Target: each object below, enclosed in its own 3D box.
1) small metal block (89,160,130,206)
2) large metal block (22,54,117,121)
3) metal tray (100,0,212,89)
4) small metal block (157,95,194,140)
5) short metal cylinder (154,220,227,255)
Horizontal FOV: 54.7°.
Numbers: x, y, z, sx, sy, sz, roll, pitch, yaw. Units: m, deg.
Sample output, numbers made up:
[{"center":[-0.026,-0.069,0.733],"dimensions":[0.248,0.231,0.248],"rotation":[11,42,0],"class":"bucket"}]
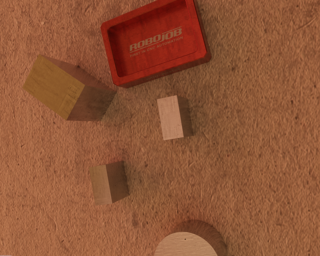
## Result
[{"center":[-0.068,0.073,0.419],"dimensions":[0.025,0.050,0.050],"rotation":[-12,86,20],"class":"small metal block"},{"center":[-0.120,-0.052,0.422],"dimensions":[0.080,0.080,0.050],"rotation":[34,101,16],"class":"large metal block"},{"center":[-0.007,-0.114,0.408],"dimensions":[0.130,0.030,0.090],"rotation":[-15,85,19],"class":"metal tray"},{"center":[0.021,-0.012,0.388],"dimensions":[0.025,0.050,0.050],"rotation":[-10,87,20],"class":"small metal block"},{"center":[0.039,0.160,0.382],"dimensions":[0.080,0.050,0.079],"rotation":[0,90,20],"class":"short metal cylinder"}]
